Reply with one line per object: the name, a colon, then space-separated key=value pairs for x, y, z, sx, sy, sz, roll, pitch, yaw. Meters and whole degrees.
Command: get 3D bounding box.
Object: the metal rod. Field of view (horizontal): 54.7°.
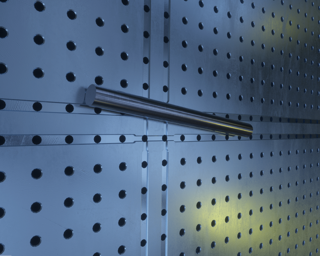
metal rod: x=0.037 y=-0.016 z=0.442 sx=0.302 sy=0.025 sz=0.025 roll=10 pitch=84 yaw=-40
